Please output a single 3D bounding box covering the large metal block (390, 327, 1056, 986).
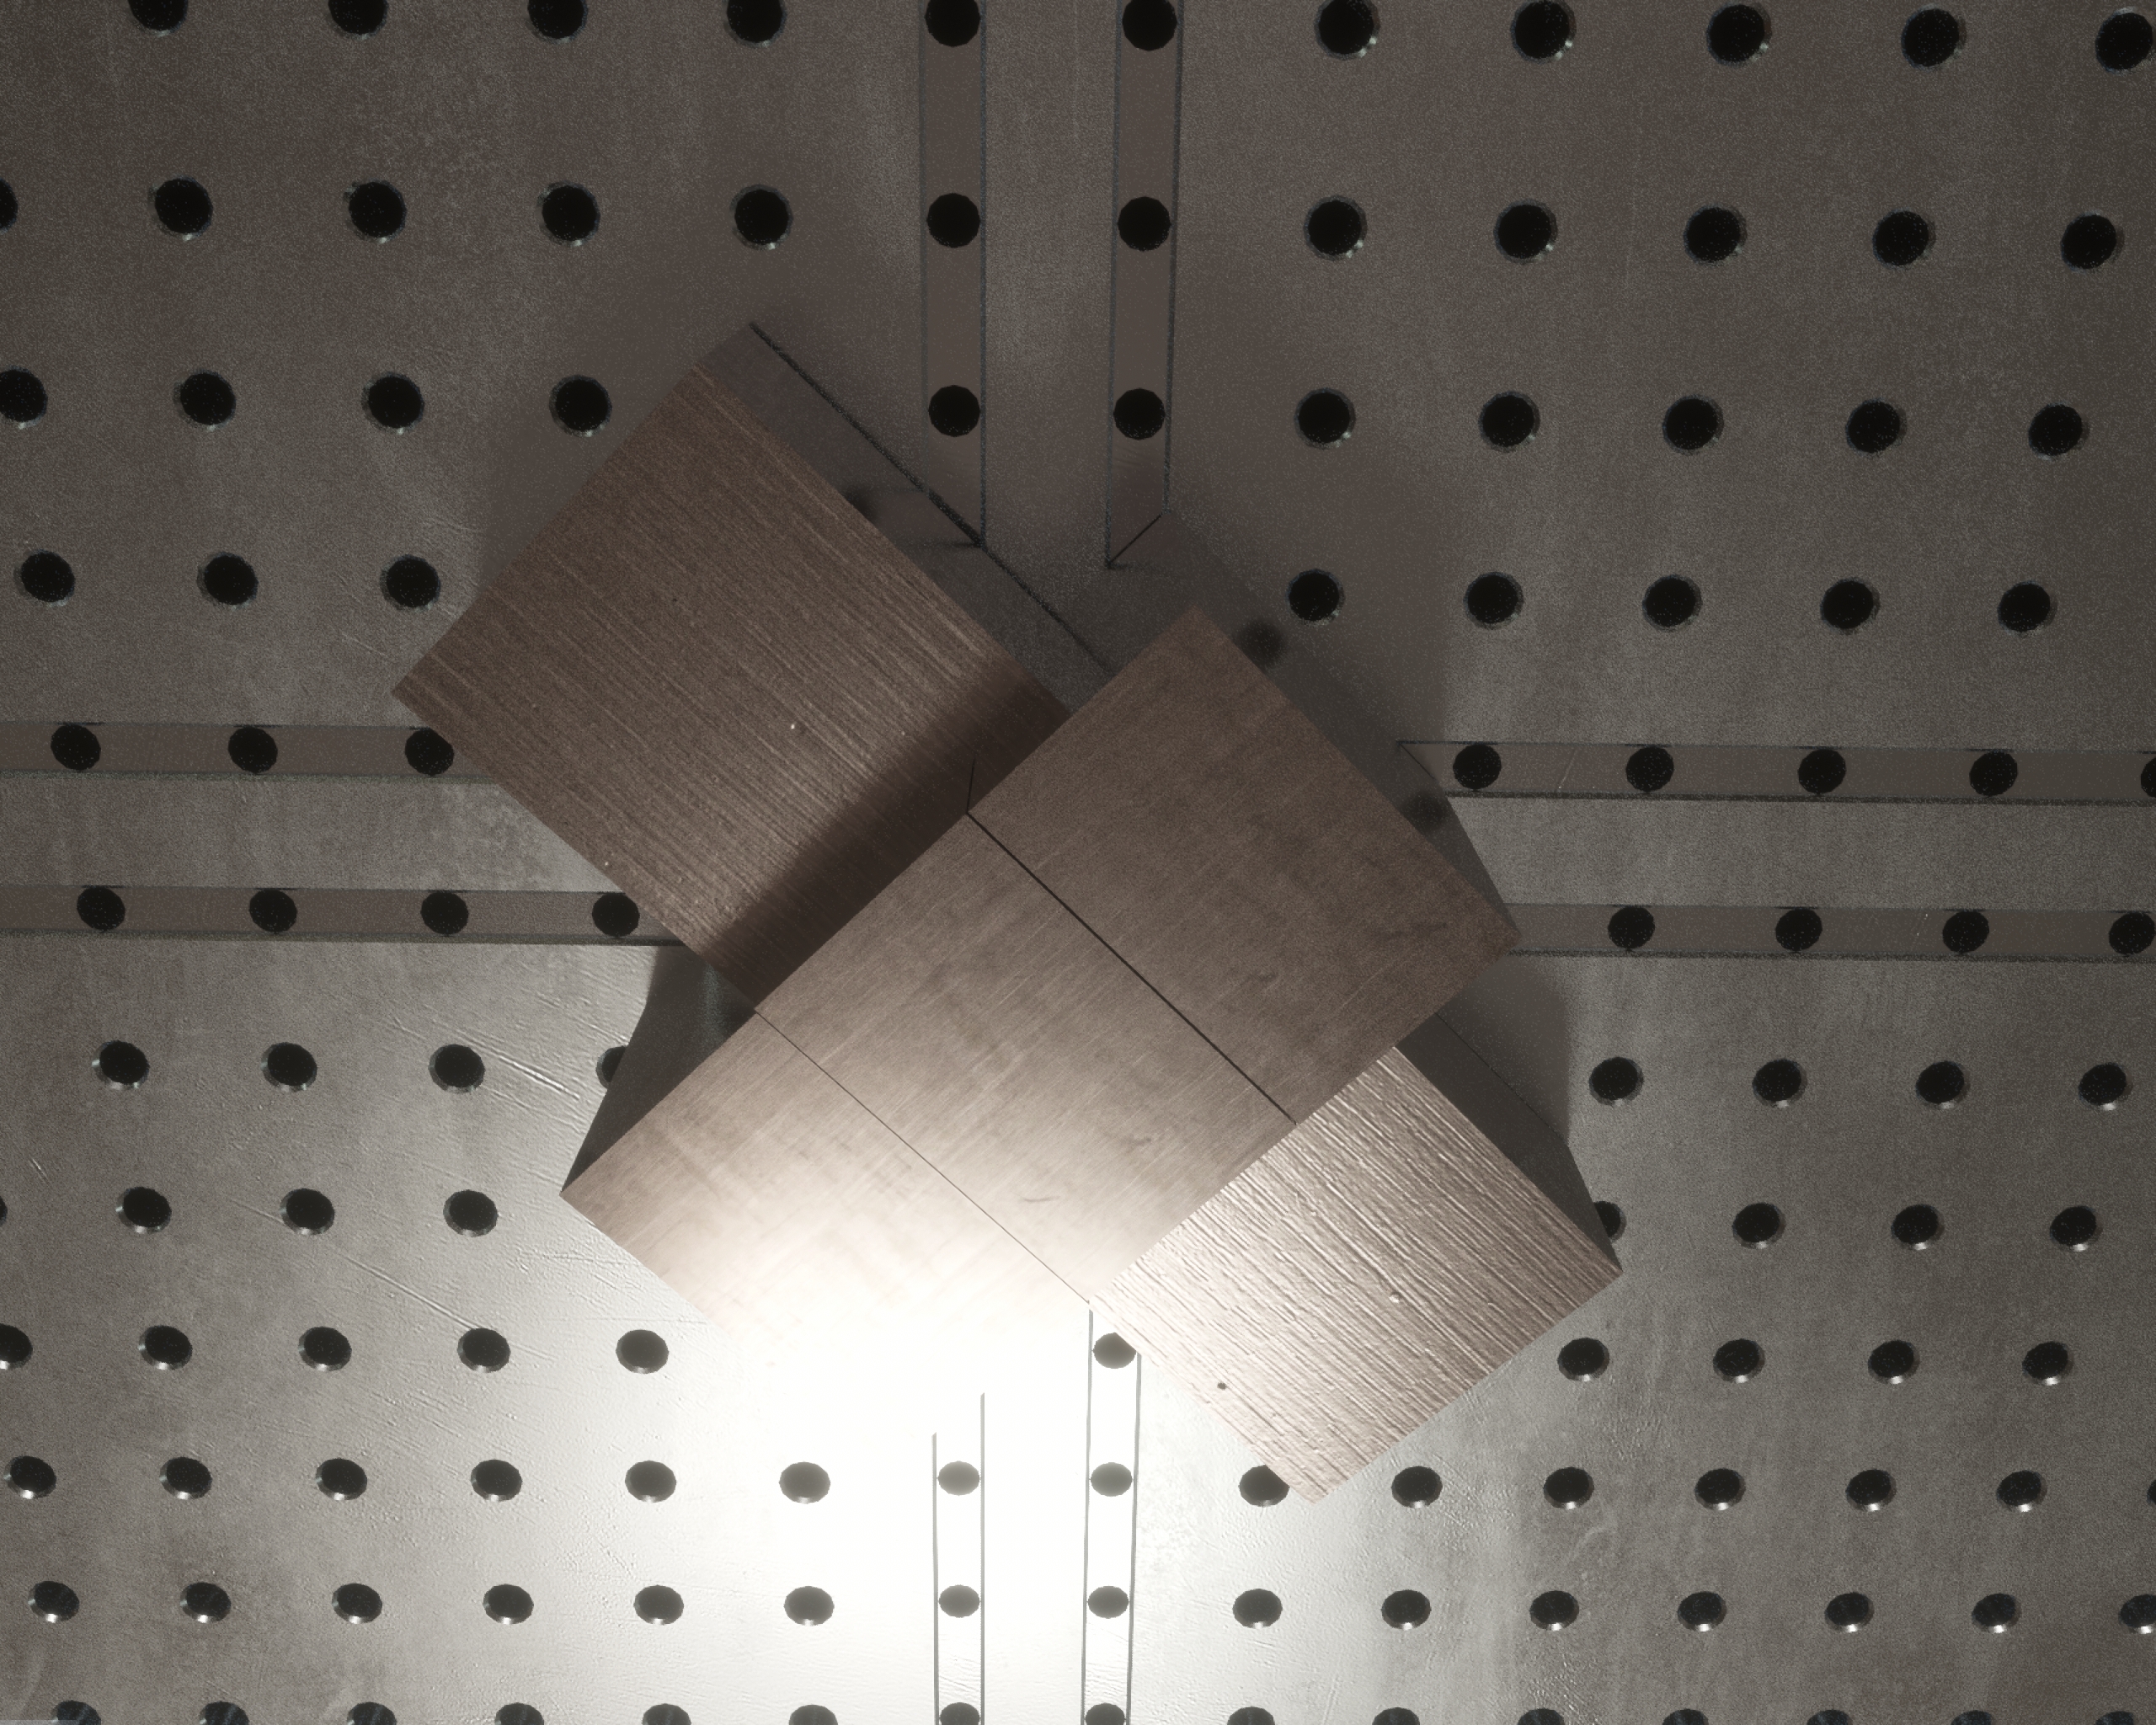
[{"bbox_3d":[-0.061,-0.038,0.382,0.080,0.050,0.080,-43,105,15],"label":"large metal block"}]

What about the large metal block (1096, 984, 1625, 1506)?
[{"bbox_3d":[0.049,0.069,0.426,0.080,0.050,0.080,-42,105,14],"label":"large metal block"}]

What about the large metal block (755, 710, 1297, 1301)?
[{"bbox_3d":[-0.008,0.021,0.392,0.050,0.080,0.080,-42,105,14],"label":"large metal block"}]

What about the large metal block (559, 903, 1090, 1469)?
[{"bbox_3d":[-0.044,0.054,0.404,0.050,0.080,0.080,-42,105,14],"label":"large metal block"}]

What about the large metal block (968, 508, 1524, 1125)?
[{"bbox_3d":[0.028,-0.012,0.381,0.050,0.080,0.080,-42,105,14],"label":"large metal block"}]
